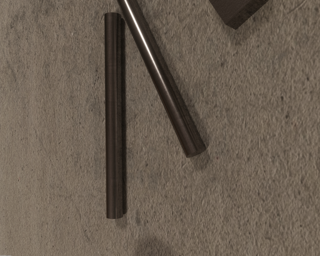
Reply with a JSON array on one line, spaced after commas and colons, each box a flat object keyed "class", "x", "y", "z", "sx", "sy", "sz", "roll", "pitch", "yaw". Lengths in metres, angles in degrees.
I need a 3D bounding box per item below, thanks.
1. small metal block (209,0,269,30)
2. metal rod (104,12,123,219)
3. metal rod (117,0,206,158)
[{"class": "small metal block", "x": 0.083, "y": -0.145, "z": 0.335, "sx": 0.050, "sy": 0.025, "sz": 0.050, "roll": -40, "pitch": 66, "yaw": 32}, {"class": "metal rod", "x": -0.068, "y": -0.018, "z": 0.458, "sx": 0.025, "sy": 0.025, "sz": 0.298, "roll": -1, "pitch": 89, "yaw": 39}, {"class": "metal rod", "x": -0.013, "y": -0.101, "z": 0.413, "sx": 0.025, "sy": 0.025, "sz": 0.299, "roll": -36, "pitch": 68, "yaw": 34}]
